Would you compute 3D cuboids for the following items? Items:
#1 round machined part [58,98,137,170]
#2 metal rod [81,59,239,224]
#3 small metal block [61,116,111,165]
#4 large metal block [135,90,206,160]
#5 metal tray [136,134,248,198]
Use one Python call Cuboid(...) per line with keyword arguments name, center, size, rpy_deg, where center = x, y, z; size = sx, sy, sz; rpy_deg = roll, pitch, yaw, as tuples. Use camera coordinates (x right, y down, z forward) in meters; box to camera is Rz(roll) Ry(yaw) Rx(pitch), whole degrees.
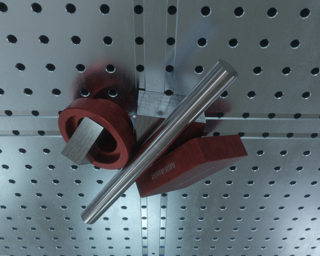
Cuboid(name="round machined part", center=(-0.072, 0.003, 0.384), size=(0.098, 0.042, 0.097), rpy_deg=(17, 136, 18))
Cuboid(name="metal rod", center=(-0.019, 0.036, 0.376), size=(0.025, 0.025, 0.298), rpy_deg=(28, 125, -22))
Cuboid(name="small metal block", center=(-0.085, 0.016, 0.371), size=(0.025, 0.050, 0.050), rpy_deg=(33, 88, 6))
Cuboid(name="large metal block", center=(0.007, 0.003, 0.398), size=(0.081, 0.050, 0.079), rpy_deg=(7, 130, -6))
Cuboid(name="metal tray", center=(0.038, 0.052, 0.409), size=(0.091, 0.030, 0.129), rpy_deg=(-2, 154, -41))
